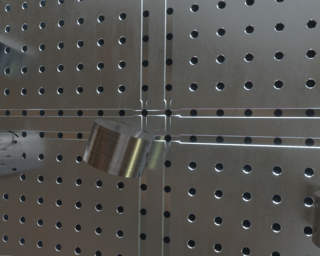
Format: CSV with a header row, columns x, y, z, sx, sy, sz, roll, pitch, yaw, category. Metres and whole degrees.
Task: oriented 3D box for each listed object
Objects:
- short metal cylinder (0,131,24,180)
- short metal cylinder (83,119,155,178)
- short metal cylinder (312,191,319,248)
x,y,z,sx,sy,sz,roll,pitch,yaw,category
-0.267,0.045,0.491,0.080,0.050,0.079,0,90,19,short metal cylinder
-0.053,0.025,0.401,0.080,0.080,0.050,21,97,18,short metal cylinder
0.200,0.097,0.313,0.080,0.080,0.050,3,91,19,short metal cylinder
